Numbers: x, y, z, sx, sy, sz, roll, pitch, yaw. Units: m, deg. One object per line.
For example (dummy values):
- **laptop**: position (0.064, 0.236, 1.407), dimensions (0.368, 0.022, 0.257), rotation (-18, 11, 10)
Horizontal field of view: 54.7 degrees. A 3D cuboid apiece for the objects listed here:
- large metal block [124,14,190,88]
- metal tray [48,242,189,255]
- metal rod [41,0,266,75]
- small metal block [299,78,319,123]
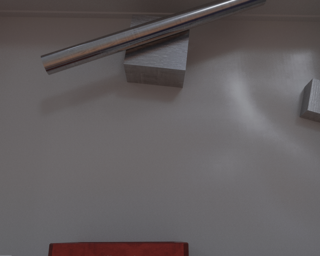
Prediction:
- **large metal block**: position (-0.003, -0.107, 0.436), dimensions (0.080, 0.050, 0.080), rotation (6, 70, 2)
- **metal tray**: position (-0.039, 0.136, 0.325), dimensions (0.131, 0.090, 0.030), rotation (0, 70, -1)
- **metal rod**: position (-0.002, -0.129, 0.403), dimensions (0.302, 0.025, 0.025), rotation (-20, 72, -8)
- **small metal block**: position (0.226, -0.035, 0.425), dimensions (0.050, 0.025, 0.050), rotation (17, 71, 5)
